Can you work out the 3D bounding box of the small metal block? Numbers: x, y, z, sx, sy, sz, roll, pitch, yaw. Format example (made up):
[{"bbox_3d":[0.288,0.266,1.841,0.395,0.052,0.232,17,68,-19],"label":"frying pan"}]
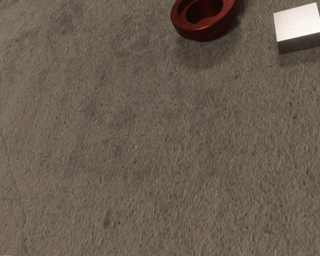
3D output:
[{"bbox_3d":[0.173,-0.124,0.389,0.050,0.025,0.050,-8,58,23],"label":"small metal block"}]

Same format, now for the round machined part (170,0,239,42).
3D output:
[{"bbox_3d":[0.069,-0.167,0.458,0.098,0.042,0.098,-13,57,21],"label":"round machined part"}]
